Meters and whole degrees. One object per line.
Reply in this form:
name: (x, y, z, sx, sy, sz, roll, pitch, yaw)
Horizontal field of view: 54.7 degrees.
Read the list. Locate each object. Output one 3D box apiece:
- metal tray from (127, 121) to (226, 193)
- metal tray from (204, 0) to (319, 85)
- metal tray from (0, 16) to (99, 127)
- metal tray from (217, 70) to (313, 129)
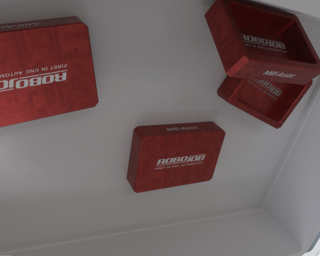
metal tray: (0.023, 0.040, 0.442, 0.131, 0.030, 0.089, -4, 120, -27)
metal tray: (0.123, -0.100, 0.360, 0.131, 0.090, 0.030, 0, 154, -30)
metal tray: (-0.132, -0.053, 0.300, 0.131, 0.030, 0.089, -15, 125, -20)
metal tray: (0.156, -0.059, 0.453, 0.131, 0.030, 0.090, 21, 107, -36)
